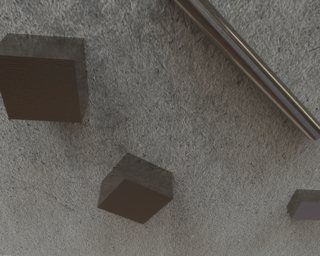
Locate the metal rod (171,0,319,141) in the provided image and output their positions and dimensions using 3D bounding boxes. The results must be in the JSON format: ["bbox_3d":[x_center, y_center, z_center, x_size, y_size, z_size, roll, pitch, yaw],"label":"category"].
[{"bbox_3d":[0.100,-0.073,0.346,0.301,0.025,0.025,36,121,-27],"label":"metal rod"}]

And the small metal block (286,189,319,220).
[{"bbox_3d":[0.250,0.130,0.522,0.050,0.025,0.050,3,130,-4],"label":"small metal block"}]

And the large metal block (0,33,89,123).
[{"bbox_3d":[-0.126,-0.054,0.343,0.081,0.050,0.079,3,130,-3],"label":"large metal block"}]

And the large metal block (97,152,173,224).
[{"bbox_3d":[-0.037,0.094,0.470,0.080,0.050,0.080,28,125,-22],"label":"large metal block"}]
